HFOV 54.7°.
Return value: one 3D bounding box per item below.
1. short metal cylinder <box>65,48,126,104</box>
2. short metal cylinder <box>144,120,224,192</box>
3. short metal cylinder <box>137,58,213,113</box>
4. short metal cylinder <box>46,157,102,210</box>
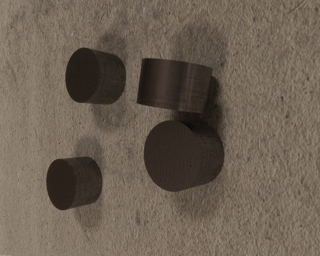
[{"bbox_3d":[-0.097,-0.076,0.466,0.080,0.050,0.079,0,90,39],"label":"short metal cylinder"},{"bbox_3d":[0.028,0.031,0.364,0.080,0.050,0.079,0,90,39],"label":"short metal cylinder"},{"bbox_3d":[0.016,-0.048,0.354,0.080,0.081,0.050,14,99,39],"label":"short metal cylinder"},{"bbox_3d":[-0.139,0.088,0.500,0.080,0.050,0.079,0,90,39],"label":"short metal cylinder"}]
